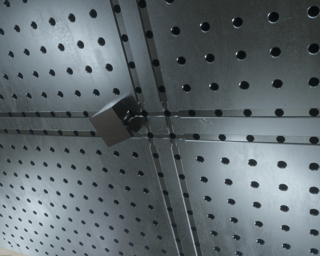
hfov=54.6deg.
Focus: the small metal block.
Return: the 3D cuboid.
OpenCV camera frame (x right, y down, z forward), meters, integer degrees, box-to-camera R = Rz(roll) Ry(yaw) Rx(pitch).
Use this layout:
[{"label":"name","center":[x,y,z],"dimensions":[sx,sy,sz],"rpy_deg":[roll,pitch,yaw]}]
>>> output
[{"label":"small metal block","center":[-0.065,-0.006,0.443],"dimensions":[0.050,0.025,0.050],"rpy_deg":[-23,106,36]}]
